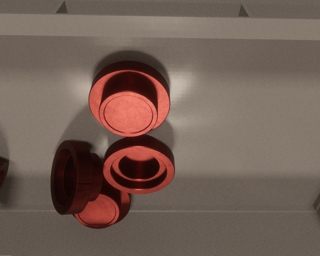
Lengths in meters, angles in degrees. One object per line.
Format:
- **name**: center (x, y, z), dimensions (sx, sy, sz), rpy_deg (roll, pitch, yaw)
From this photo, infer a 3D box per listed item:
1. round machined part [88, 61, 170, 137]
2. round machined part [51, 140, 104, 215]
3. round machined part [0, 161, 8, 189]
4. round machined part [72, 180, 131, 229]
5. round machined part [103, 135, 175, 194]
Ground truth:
- **round machined part**: center (-0.037, -0.028, 0.374), dimensions (0.099, 0.042, 0.097), rpy_deg (-1, 130, 0)
- **round machined part**: center (-0.111, 0.067, 0.422), dimensions (0.042, 0.098, 0.097), rpy_deg (8, 134, -37)
- **round machined part**: center (-0.259, 0.085, 0.431), dimensions (0.042, 0.098, 0.097), rpy_deg (26, 126, -9)
- **round machined part**: center (-0.095, 0.116, 0.480), dimensions (0.099, 0.042, 0.097), rpy_deg (-1, 115, -2)
- **round machined part**: center (-0.029, 0.047, 0.437), dimensions (0.099, 0.042, 0.097), rpy_deg (-1, 130, 0)
